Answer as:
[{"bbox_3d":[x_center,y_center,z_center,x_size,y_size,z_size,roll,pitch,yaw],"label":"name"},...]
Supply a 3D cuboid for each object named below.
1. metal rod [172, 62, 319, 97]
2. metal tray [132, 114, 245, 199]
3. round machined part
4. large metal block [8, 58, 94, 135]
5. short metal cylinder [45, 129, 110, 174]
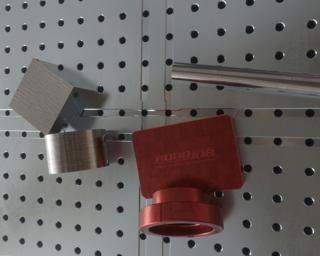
[{"bbox_3d":[0.160,-0.051,0.356,0.301,0.025,0.025,9,93,19],"label":"metal rod"},{"bbox_3d":[0.035,0.038,0.397,0.130,0.030,0.089,-11,87,19],"label":"metal tray"},{"bbox_3d":[0.025,0.101,0.371,0.098,0.098,0.042,-11,59,19],"label":"round machined part"},{"bbox_3d":[-0.159,-0.043,0.454,0.080,0.050,0.080,35,101,16],"label":"large metal block"},{"bbox_3d":[-0.112,0.031,0.421,0.080,0.080,0.050,-8,88,19],"label":"short metal cylinder"}]
